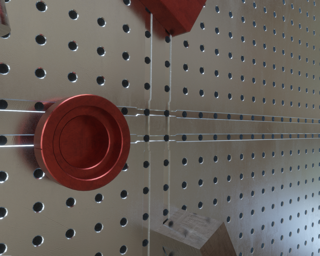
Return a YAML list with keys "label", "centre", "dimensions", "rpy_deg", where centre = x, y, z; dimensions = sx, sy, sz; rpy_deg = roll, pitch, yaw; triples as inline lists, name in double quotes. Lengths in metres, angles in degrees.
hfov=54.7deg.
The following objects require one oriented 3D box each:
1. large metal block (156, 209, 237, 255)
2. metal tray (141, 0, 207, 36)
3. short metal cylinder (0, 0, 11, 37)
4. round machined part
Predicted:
- label: "large metal block"
  centre: [0.052, 0.164, 0.417]
  dimensions: [0.050, 0.080, 0.080]
  rpy_deg: [-35, 112, -34]
- label: "metal tray"
  centre: [0.028, -0.206, 0.429]
  dimensions: [0.090, 0.030, 0.130]
  rpy_deg: [40, 66, -33]
- label: "short metal cylinder"
  centre: [-0.163, -0.098, 0.236]
  dimensions: [0.081, 0.080, 0.050]
  rpy_deg: [-15, 100, -39]
- label: "round machined part"
  centre: [-0.084, 0.014, 0.328]
  dimensions: [0.099, 0.042, 0.097]
  rpy_deg: [0, 90, -40]
